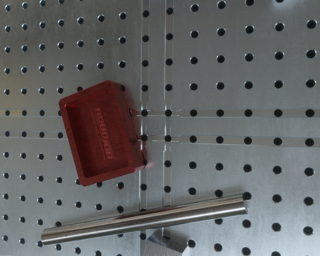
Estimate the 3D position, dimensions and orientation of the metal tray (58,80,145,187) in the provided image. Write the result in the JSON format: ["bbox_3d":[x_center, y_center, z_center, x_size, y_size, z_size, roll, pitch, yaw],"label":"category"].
[{"bbox_3d":[-0.083,0.008,0.437,0.090,0.030,0.129,-19,84,18],"label":"metal tray"}]

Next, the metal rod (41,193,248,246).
[{"bbox_3d":[-0.034,0.129,0.423,0.301,0.025,0.025,-15,85,19],"label":"metal rod"}]

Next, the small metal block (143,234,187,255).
[{"bbox_3d":[0.004,0.176,0.410,0.050,0.025,0.050,14,95,19],"label":"small metal block"}]
